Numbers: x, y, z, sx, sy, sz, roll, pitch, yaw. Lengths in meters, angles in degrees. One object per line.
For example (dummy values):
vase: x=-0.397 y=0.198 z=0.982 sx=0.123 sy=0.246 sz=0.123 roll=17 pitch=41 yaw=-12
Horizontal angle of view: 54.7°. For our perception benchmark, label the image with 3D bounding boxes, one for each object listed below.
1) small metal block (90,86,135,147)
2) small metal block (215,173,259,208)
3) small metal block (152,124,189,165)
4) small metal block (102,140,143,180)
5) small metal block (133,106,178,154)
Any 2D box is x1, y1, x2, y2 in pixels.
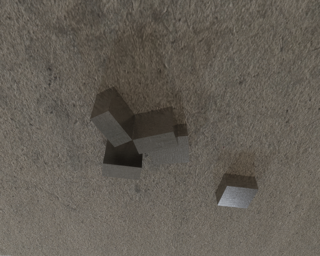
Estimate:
small metal block: x=-0.056 y=-0.014 z=0.378 sx=0.025 sy=0.050 sz=0.050 roll=-22 pitch=127 yaw=18
small metal block: x=0.121 y=0.101 z=0.494 sx=0.050 sy=0.025 sz=0.050 roll=8 pitch=130 yaw=-7
small metal block: x=0.014 y=0.023 z=0.427 sx=0.050 sy=0.025 sz=0.050 roll=-4 pitch=130 yaw=3
small metal block: x=-0.050 y=0.042 z=0.426 sx=0.050 sy=0.050 sz=0.025 roll=8 pitch=130 yaw=-7
small metal block: x=-0.005 y=0.002 z=0.393 sx=0.050 sy=0.050 sz=0.025 roll=-12 pitch=129 yaw=9
